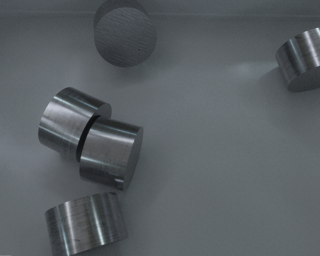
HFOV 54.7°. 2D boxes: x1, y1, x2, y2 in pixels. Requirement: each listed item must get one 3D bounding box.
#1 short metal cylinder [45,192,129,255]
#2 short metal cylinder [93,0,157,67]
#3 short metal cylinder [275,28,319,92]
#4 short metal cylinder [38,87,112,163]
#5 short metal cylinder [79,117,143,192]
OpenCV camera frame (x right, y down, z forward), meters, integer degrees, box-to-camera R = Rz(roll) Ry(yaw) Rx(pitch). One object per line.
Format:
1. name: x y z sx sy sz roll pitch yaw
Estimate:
1. short metal cylinder: -0.080 0.108 0.340 0.081 0.080 0.050 -17 71 -6
2. short metal cylinder: -0.049 -0.130 0.420 0.081 0.080 0.050 -12 38 -5
3. short metal cylinder: 0.204 -0.089 0.416 0.081 0.080 0.050 -11 71 -4
4. short metal cylinder: -0.102 -0.004 0.381 0.050 0.080 0.080 25 72 8
5. short metal cylinder: -0.055 0.030 0.369 0.050 0.080 0.080 14 71 5
